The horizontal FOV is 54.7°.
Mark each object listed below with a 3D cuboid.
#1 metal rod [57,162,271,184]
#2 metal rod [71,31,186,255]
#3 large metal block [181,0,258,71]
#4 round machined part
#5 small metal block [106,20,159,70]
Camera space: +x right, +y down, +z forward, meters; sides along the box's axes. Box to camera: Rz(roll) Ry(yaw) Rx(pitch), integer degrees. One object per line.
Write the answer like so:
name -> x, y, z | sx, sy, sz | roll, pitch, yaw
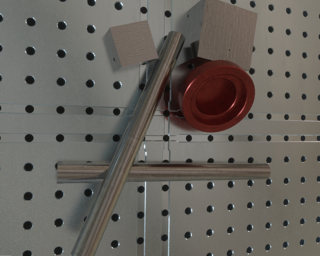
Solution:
metal rod -> 0.019, 0.060, 0.420 | 0.303, 0.025, 0.025 | 3, 89, -21
metal rod -> -0.032, 0.009, 0.381 | 0.025, 0.025, 0.299 | 28, 73, -18
large metal block -> 0.082, -0.124, 0.431 | 0.081, 0.050, 0.080 | 9, 87, -20
round machined part -> 0.072, -0.045, 0.416 | 0.099, 0.042, 0.097 | -6, 124, -9
small metal block -> -0.036, -0.107, 0.400 | 0.050, 0.025, 0.050 | -19, 97, -19
